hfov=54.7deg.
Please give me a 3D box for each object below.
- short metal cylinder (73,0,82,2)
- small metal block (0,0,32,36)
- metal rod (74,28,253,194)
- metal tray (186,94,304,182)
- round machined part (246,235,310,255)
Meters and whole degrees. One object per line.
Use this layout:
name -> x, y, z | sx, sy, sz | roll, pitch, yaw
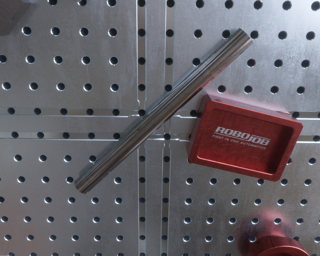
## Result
short metal cylinder -> -0.096, -0.179, 0.317 | 0.050, 0.080, 0.079 | 22, 109, -8
small metal block -> -0.188, -0.143, 0.358 | 0.050, 0.025, 0.050 | 41, 105, -14
metal rod -> -0.004, -0.014, 0.408 | 0.299, 0.025, 0.025 | -42, 105, 13
metal tray -> 0.111, 0.015, 0.417 | 0.131, 0.030, 0.089 | 13, 109, -6
round machined part -> 0.181, 0.209, 0.484 | 0.099, 0.042, 0.097 | 0, 110, -1
